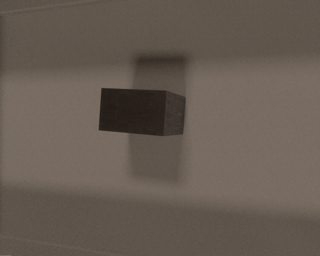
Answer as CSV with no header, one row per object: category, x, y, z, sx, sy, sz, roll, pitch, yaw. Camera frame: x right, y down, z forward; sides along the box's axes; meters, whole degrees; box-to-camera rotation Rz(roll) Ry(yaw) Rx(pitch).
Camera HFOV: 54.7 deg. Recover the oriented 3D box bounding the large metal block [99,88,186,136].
large metal block,-0.019,-0.019,0.387,0.080,0.080,0.050,5,92,19
